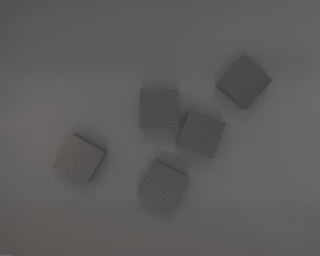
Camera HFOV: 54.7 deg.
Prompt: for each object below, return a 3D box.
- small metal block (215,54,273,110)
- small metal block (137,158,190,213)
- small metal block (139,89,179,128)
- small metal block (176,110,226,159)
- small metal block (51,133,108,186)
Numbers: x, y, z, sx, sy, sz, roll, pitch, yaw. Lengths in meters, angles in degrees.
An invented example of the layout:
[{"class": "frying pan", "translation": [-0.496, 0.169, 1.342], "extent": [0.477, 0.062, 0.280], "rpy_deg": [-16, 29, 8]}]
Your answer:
[{"class": "small metal block", "translation": [0.111, -0.060, 0.412], "extent": [0.050, 0.025, 0.050], "rpy_deg": [42, 90, 0]}, {"class": "small metal block", "translation": [0.004, 0.075, 0.411], "extent": [0.050, 0.025, 0.050], "rpy_deg": [28, 90, 0]}, {"class": "small metal block", "translation": [-0.001, -0.025, 0.411], "extent": [0.050, 0.025, 0.050], "rpy_deg": [2, 90, 0]}, {"class": "small metal block", "translation": [0.053, 0.008, 0.412], "extent": [0.050, 0.025, 0.050], "rpy_deg": [20, 90, 0]}, {"class": "small metal block", "translation": [-0.105, 0.041, 0.410], "extent": [0.050, 0.025, 0.050], "rpy_deg": [30, 90, 0]}]
